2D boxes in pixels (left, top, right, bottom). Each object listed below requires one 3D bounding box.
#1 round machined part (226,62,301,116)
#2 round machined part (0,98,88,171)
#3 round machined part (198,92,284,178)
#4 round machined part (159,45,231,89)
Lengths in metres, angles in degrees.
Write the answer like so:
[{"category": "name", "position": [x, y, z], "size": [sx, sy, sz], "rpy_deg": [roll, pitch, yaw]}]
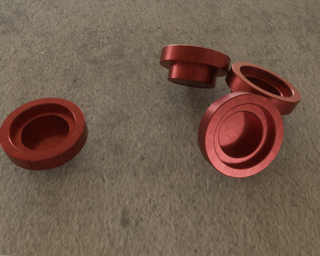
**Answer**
[{"category": "round machined part", "position": [0.133, -0.046, 0.418], "size": [0.099, 0.042, 0.098], "rpy_deg": [16, 34, -11]}, {"category": "round machined part", "position": [-0.138, 0.011, 0.381], "size": [0.099, 0.042, 0.098], "rpy_deg": [0, 50, 0]}, {"category": "round machined part", "position": [0.091, 0.005, 0.365], "size": [0.099, 0.097, 0.042], "rpy_deg": [-13, 16, -12]}, {"category": "round machined part", "position": [0.047, -0.083, 0.439], "size": [0.098, 0.098, 0.042], "rpy_deg": [10, 91, 8]}]
